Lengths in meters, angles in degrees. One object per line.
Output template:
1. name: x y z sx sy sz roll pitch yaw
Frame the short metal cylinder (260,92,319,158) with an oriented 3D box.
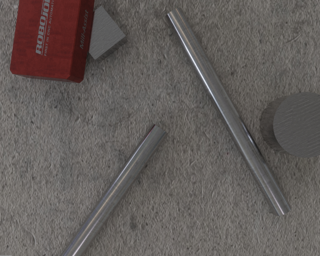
1. short metal cylinder: 0.177 -0.004 0.399 0.081 0.050 0.079 0 90 0

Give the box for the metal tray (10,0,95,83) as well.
1. metal tray: -0.136 -0.127 0.393 0.090 0.030 0.129 8 90 18

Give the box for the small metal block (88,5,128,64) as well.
1. small metal block: -0.079 -0.122 0.409 0.050 0.025 0.050 -38 90 0

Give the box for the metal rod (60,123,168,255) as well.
1. metal rod: -0.085 0.123 0.409 0.025 0.025 0.299 35 90 0

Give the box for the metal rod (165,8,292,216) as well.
1. metal rod: 0.090 -0.021 0.410 0.025 0.025 0.299 -29 90 0
